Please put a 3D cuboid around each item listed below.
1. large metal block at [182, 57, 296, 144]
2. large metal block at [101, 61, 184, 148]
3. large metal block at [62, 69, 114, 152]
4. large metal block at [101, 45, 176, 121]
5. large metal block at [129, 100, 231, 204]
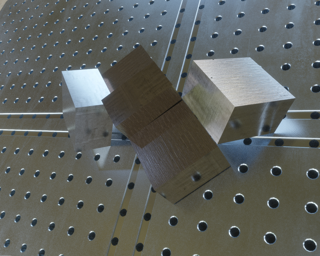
[{"bbox_3d":[0.083,-0.034,0.343,0.081,0.050,0.080,-9,47,-26],"label":"large metal block"},{"bbox_3d":[-0.013,-0.023,0.394,0.080,0.080,0.050,-36,52,4],"label":"large metal block"},{"bbox_3d":[-0.103,-0.026,0.435,0.050,0.079,0.080,-10,47,-25],"label":"large metal block"},{"bbox_3d":[-0.032,-0.059,0.446,0.080,0.050,0.080,-37,52,5],"label":"large metal block"},{"bbox_3d":[0.022,0.028,0.364,0.080,0.050,0.080,-35,50,5],"label":"large metal block"}]
